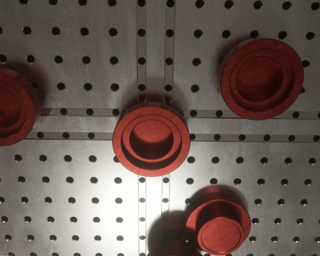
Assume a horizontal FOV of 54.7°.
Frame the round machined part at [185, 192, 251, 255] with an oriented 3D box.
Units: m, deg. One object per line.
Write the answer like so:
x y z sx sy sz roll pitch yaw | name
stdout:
0.087 0.149 0.461 0.099 0.042 0.097 0 110 -1 | round machined part

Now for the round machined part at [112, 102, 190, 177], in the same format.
-0.011 0.012 0.409 0.099 0.042 0.097 0 110 -1 | round machined part

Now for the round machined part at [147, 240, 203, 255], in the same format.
0.026 0.211 0.475 0.099 0.042 0.097 4 120 7 | round machined part

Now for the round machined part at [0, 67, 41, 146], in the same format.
-0.200 -0.030 0.391 0.099 0.042 0.097 0 110 -1 | round machined part

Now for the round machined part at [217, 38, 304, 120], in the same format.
0.120 -0.062 0.383 0.099 0.042 0.097 0 110 -1 | round machined part
